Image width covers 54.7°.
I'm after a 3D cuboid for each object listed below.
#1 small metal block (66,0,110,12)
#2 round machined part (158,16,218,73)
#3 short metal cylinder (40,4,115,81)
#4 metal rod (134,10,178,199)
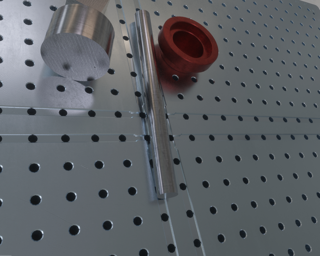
[{"bbox_3d":[-0.108,-0.189,0.466,0.050,0.025,0.050,26,53,-12],"label":"small metal block"},{"bbox_3d":[0.041,-0.128,0.497,0.099,0.042,0.098,14,56,-21],"label":"round machined part"},{"bbox_3d":[-0.099,-0.103,0.382,0.081,0.080,0.050,16,56,-20],"label":"short metal cylinder"},{"bbox_3d":[-0.010,-0.051,0.434,0.025,0.025,0.299,6,59,-25],"label":"metal rod"}]
